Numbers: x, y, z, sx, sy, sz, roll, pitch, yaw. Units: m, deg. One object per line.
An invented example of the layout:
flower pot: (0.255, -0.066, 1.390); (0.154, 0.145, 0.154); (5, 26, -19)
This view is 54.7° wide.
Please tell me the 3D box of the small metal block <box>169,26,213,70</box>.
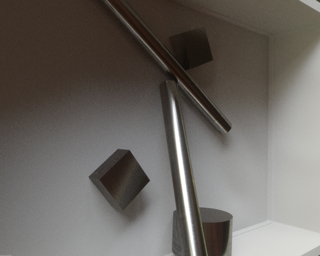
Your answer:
small metal block: (0.046, -0.114, 0.447); (0.050, 0.025, 0.050); (-28, 108, -37)

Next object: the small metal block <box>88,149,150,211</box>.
small metal block: (-0.047, 0.061, 0.369); (0.050, 0.025, 0.050); (-45, 118, -31)

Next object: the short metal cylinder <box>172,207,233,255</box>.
short metal cylinder: (0.057, 0.142, 0.422); (0.081, 0.080, 0.050); (3, 88, -40)

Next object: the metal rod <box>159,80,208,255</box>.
metal rod: (0.028, 0.072, 0.348); (0.025, 0.025, 0.299); (19, 51, -39)

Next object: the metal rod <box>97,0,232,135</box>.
metal rod: (0.011, -0.087, 0.417); (0.300, 0.025, 0.025); (43, 64, -32)
